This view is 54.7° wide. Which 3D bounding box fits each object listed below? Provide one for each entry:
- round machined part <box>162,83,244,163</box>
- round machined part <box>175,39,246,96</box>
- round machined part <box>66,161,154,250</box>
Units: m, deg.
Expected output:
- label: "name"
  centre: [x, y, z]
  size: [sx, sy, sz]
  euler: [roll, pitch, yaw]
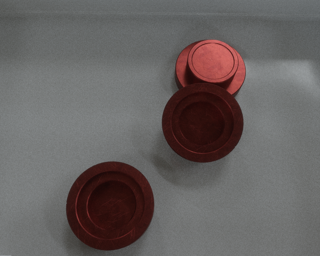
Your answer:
- label: "round machined part"
  centre: [0.053, -0.005, 0.395]
  size: [0.099, 0.042, 0.097]
  euler: [0, 84, 2]
- label: "round machined part"
  centre: [0.071, -0.083, 0.431]
  size: [0.099, 0.042, 0.098]
  euler: [0, 70, 0]
- label: "round machined part"
  centre: [-0.056, 0.092, 0.366]
  size: [0.099, 0.042, 0.098]
  euler: [0, 70, 0]
